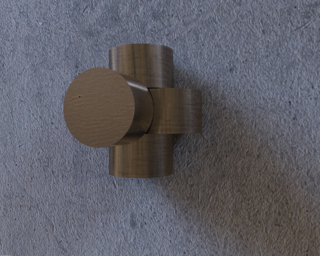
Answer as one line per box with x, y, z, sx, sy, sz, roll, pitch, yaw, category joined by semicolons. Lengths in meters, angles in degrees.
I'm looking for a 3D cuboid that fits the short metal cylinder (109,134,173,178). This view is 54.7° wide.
-0.023;0.031;0.388;0.080;0.080;0.050;0;90;19;short metal cylinder

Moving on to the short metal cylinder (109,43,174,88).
-0.023;-0.070;0.388;0.080;0.080;0.050;-2;90;19;short metal cylinder

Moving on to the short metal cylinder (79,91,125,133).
-0.066;-0.018;0.403;0.080;0.080;0.050;-1;90;19;short metal cylinder

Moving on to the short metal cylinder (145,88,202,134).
0.011;-0.019;0.376;0.080;0.080;0.050;0;90;19;short metal cylinder

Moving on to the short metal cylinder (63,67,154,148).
-0.053;-0.020;0.329;0.080;0.050;0.079;0;90;19;short metal cylinder
